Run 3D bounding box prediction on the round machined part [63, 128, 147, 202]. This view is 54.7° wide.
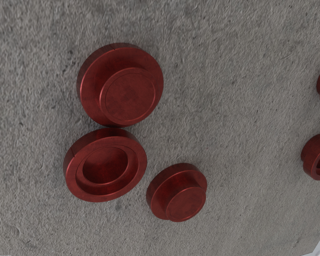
[{"bbox_3d":[-0.069,0.041,0.382,0.099,0.042,0.097,-14,126,-20],"label":"round machined part"}]

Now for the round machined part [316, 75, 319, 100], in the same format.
[{"bbox_3d":[0.302,-0.076,0.513,0.099,0.042,0.097,-14,124,-21],"label":"round machined part"}]

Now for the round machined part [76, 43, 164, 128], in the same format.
[{"bbox_3d":[-0.040,-0.042,0.348,0.099,0.042,0.097,-14,124,-21],"label":"round machined part"}]

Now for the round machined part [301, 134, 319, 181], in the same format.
[{"bbox_3d":[0.313,0.050,0.598,0.099,0.042,0.097,-14,124,-21],"label":"round machined part"}]

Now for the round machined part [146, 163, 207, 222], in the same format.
[{"bbox_3d":[0.031,0.106,0.478,0.099,0.042,0.097,-14,124,-21],"label":"round machined part"}]
